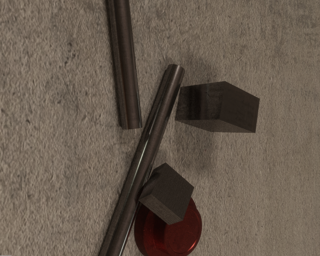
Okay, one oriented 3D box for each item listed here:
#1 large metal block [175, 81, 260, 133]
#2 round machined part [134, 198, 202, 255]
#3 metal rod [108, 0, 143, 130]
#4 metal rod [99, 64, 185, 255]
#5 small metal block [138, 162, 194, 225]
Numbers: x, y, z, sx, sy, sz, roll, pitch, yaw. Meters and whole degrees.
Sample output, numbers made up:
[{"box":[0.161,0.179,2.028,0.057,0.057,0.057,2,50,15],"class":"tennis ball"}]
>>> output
[{"box":[0.081,-0.026,0.439,0.081,0.080,0.050,16,80,-39],"class":"large metal block"},{"box":[0.018,0.132,0.411,0.099,0.042,0.097,0,90,-40],"class":"round machined part"},{"box":[-0.048,-0.147,0.365,0.025,0.025,0.298,-10,97,-40],"class":"metal rod"},{"box":[-0.025,0.055,0.385,0.025,0.025,0.299,31,71,-36],"class":"metal rod"},{"box":[0.009,0.079,0.373,0.050,0.025,0.050,42,43,-14],"class":"small metal block"}]
